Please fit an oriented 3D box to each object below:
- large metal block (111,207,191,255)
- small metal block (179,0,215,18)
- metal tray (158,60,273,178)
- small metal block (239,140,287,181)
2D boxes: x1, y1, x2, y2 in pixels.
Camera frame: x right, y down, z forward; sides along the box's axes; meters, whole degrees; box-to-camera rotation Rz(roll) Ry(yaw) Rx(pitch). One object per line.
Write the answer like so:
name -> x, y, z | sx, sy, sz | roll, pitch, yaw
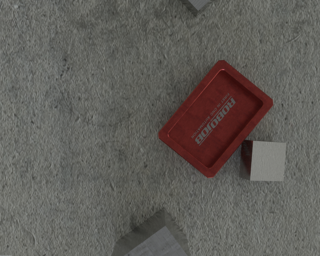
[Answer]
large metal block -> -0.012, 0.151, 0.382 | 0.080, 0.080, 0.050 | -36, 90, 0
small metal block -> 0.050, -0.186, 0.410 | 0.050, 0.025, 0.050 | -43, 90, 0
metal tray -> 0.071, -0.012, 0.407 | 0.090, 0.030, 0.130 | 40, 90, 0
small metal block -> 0.134, 0.042, 0.404 | 0.050, 0.025, 0.050 | 4, 90, -18
